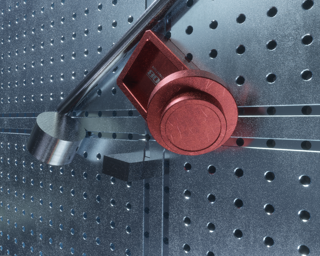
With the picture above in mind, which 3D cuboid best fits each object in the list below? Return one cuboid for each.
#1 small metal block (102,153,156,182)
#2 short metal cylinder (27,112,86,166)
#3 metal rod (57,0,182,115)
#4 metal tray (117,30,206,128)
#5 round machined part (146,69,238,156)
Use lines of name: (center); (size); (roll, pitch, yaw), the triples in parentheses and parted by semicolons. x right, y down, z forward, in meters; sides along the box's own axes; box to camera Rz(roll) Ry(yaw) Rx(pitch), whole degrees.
small metal block: (-0.043, 0.053, 0.426); (0.050, 0.050, 0.025); (10, 97, 39)
short metal cylinder: (-0.170, 0.016, 0.511); (0.080, 0.081, 0.050); (45, 117, 30)
metal rod: (-0.070, -0.105, 0.464); (0.299, 0.025, 0.025); (-36, 68, 33)
metal tray: (0.006, -0.052, 0.399); (0.130, 0.030, 0.090); (51, 120, 27)
round machined part: (0.034, -0.009, 0.332); (0.097, 0.098, 0.042); (-53, 16, 26)
